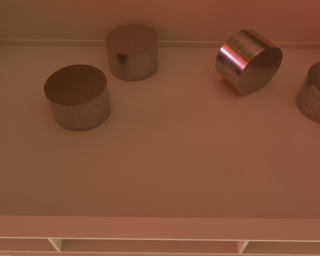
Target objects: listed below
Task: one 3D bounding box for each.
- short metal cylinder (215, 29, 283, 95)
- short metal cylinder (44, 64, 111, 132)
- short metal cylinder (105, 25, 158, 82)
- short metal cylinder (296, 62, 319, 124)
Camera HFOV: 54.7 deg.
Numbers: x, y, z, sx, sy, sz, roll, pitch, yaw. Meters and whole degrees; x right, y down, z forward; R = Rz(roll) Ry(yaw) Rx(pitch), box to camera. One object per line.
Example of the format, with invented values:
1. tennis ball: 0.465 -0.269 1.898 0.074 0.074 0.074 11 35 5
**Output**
1. short metal cylinder: 0.128 -0.095 0.450 0.081 0.080 0.050 -24 54 -19
2. short metal cylinder: -0.110 -0.042 0.423 0.080 0.050 0.080 0 50 0
3. short metal cylinder: -0.043 -0.119 0.488 0.080 0.050 0.080 0 50 0
4. short metal cylinder: 0.239 -0.049 0.431 0.080 0.050 0.080 0 50 0
